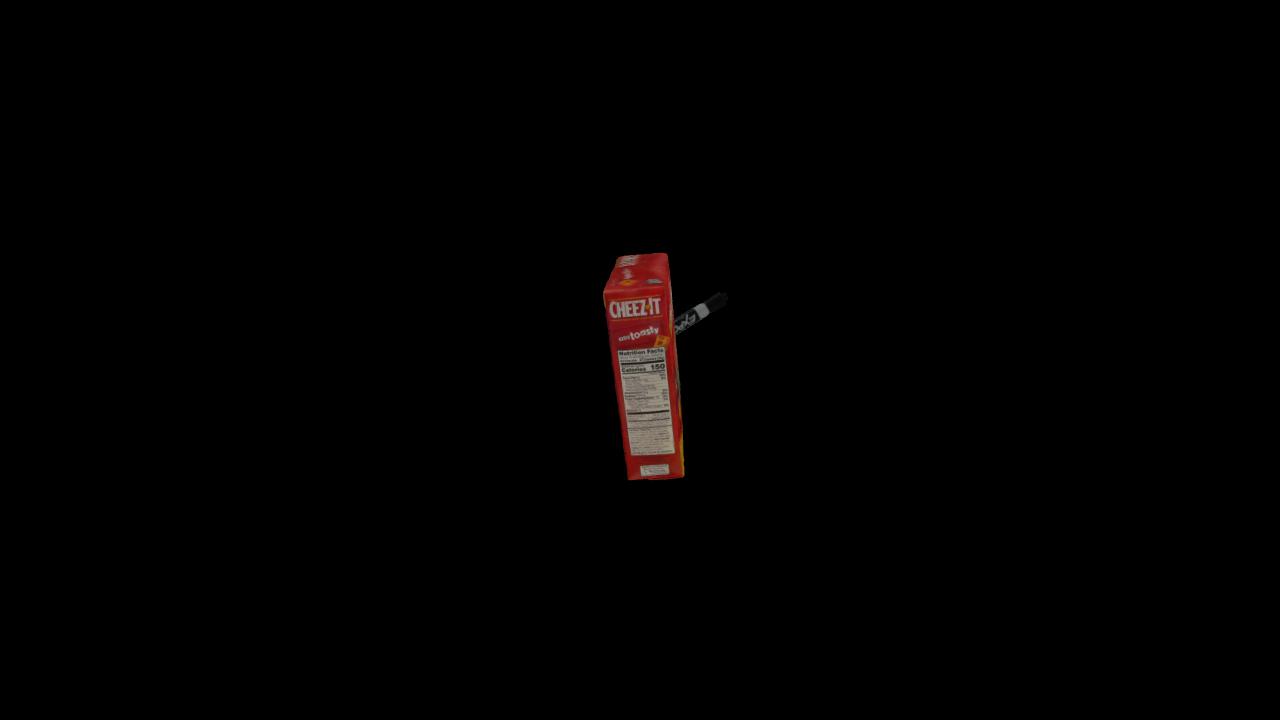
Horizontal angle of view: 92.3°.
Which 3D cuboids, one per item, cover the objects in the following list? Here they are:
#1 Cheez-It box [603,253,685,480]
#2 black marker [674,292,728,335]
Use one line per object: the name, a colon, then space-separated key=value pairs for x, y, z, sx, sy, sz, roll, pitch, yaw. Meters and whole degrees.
Cheez-It box: x=0.009 y=0.002 z=0.711 sx=0.071 sy=0.223 sz=0.166 roll=-4 pitch=21 yaw=4
black marker: x=0.052 y=-0.045 z=0.731 sx=0.121 sy=0.020 sz=0.020 roll=-31 pitch=1 yaw=-2
